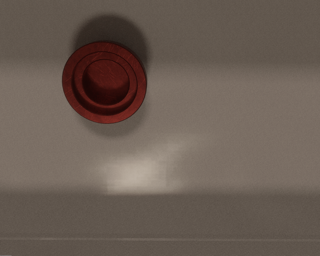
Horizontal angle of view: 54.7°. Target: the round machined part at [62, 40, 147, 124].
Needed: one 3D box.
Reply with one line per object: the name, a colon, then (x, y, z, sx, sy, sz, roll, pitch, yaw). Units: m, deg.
round machined part: (-0.065, -0.058, 0.380, 0.099, 0.042, 0.097, 0, 110, -1)
